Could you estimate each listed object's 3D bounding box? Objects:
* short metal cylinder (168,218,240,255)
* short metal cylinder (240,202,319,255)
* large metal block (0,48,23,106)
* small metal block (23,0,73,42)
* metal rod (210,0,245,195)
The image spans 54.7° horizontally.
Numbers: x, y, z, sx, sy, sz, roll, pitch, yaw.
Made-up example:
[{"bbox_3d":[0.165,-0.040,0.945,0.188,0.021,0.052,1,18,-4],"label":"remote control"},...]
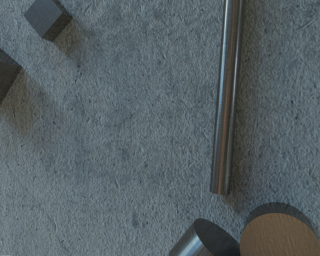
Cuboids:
[{"bbox_3d":[0.057,0.153,0.359,0.080,0.080,0.050,39,103,16],"label":"short metal cylinder"},{"bbox_3d":[0.133,0.129,0.349,0.080,0.050,0.079,0,90,20],"label":"short metal cylinder"},{"bbox_3d":[-0.284,-0.091,0.496,0.080,0.050,0.080,39,102,15],"label":"large metal block"},{"bbox_3d":[-0.169,-0.168,0.469,0.050,0.025,0.050,-43,77,15],"label":"small metal block"},{"bbox_3d":[0.085,-0.069,0.378,0.025,0.025,0.298,5,92,20],"label":"metal rod"}]
